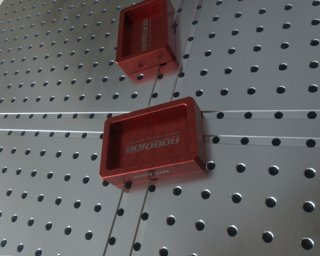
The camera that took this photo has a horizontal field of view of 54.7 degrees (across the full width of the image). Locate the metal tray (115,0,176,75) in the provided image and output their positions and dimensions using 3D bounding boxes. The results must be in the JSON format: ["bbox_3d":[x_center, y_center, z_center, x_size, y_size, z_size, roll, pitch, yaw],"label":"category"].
[{"bbox_3d":[-0.023,-0.157,0.511,0.090,0.030,0.130,-13,56,20],"label":"metal tray"}]

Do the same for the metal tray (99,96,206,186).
[{"bbox_3d":[-0.011,0.018,0.398,0.130,0.030,0.090,-13,56,20],"label":"metal tray"}]
